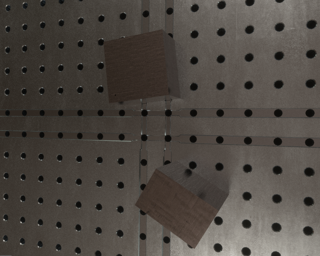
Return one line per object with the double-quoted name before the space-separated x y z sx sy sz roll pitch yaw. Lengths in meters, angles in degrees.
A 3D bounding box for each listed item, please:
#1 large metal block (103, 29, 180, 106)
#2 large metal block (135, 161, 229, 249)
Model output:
"large metal block" -0.023 -0.075 0.406 0.080 0.050 0.080 -6 88 19
"large metal block" 0.030 0.086 0.372 0.080 0.080 0.050 32 100 17
